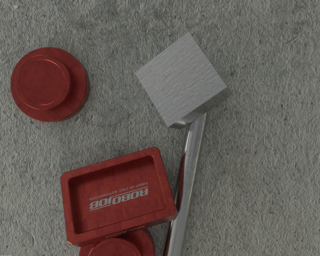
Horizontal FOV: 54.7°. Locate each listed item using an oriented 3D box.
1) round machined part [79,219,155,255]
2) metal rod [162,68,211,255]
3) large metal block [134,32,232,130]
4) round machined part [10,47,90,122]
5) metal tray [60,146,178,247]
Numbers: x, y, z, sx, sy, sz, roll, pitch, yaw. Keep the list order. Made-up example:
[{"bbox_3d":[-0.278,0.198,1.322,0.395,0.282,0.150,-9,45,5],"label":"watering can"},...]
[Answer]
[{"bbox_3d":[-0.056,0.168,0.401,0.099,0.042,0.097,0,90,0],"label":"round machined part"},{"bbox_3d":[0.035,0.069,0.410,0.025,0.025,0.298,11,90,0],"label":"metal rod"},{"bbox_3d":[0.030,-0.054,0.379,0.080,0.050,0.080,-35,76,15],"label":"large metal block"},{"bbox_3d":[-0.144,-0.056,0.400,0.099,0.042,0.097,0,90,0],"label":"round machined part"},{"bbox_3d":[-0.052,0.085,0.387,0.131,0.030,0.090,-16,62,0],"label":"metal tray"}]
